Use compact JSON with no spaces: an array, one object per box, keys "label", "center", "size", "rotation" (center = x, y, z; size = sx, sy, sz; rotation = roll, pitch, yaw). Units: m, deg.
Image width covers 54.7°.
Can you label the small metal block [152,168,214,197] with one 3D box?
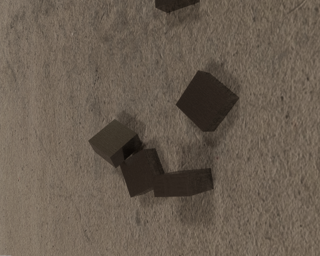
[{"label":"small metal block","center":[0.027,0.064,0.365],"size":[0.050,0.050,0.025],"rotation":[-12,83,39]}]

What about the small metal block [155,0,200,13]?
[{"label":"small metal block","center":[0.021,-0.178,0.386],"size":[0.050,0.025,0.050],"rotation":[-3,88,39]}]

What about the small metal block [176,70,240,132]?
[{"label":"small metal block","center":[0.054,-0.031,0.359],"size":[0.050,0.025,0.050],"rotation":[47,118,29]}]

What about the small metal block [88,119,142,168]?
[{"label":"small metal block","center":[-0.063,0.021,0.436],"size":[0.050,0.050,0.025],"rotation":[31,152,35]}]

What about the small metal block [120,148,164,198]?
[{"label":"small metal block","center":[-0.023,0.061,0.422],"size":[0.050,0.025,0.050],"rotation":[-33,70,35]}]
